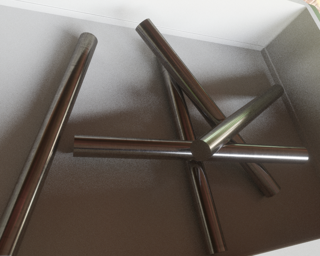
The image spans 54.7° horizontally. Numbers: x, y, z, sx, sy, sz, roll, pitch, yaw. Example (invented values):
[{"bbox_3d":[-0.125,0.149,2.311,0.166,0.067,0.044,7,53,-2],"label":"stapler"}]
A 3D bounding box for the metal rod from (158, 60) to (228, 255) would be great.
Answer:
[{"bbox_3d":[0.036,0.012,0.419,0.025,0.025,0.299,2,61,-28],"label":"metal rod"}]

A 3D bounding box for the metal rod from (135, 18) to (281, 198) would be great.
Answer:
[{"bbox_3d":[0.068,-0.027,0.436,0.300,0.025,0.025,52,51,-1],"label":"metal rod"}]

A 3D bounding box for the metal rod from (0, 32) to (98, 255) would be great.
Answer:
[{"bbox_3d":[-0.118,0.000,0.342,0.025,0.025,0.300,21,54,-16],"label":"metal rod"}]

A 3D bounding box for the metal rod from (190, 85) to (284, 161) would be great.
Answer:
[{"bbox_3d":[0.129,-0.022,0.450,0.025,0.025,0.302,52,39,8],"label":"metal rod"}]

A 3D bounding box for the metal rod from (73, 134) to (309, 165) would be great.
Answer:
[{"bbox_3d":[0.050,0.029,0.383,0.302,0.025,0.025,4,60,-16],"label":"metal rod"}]
